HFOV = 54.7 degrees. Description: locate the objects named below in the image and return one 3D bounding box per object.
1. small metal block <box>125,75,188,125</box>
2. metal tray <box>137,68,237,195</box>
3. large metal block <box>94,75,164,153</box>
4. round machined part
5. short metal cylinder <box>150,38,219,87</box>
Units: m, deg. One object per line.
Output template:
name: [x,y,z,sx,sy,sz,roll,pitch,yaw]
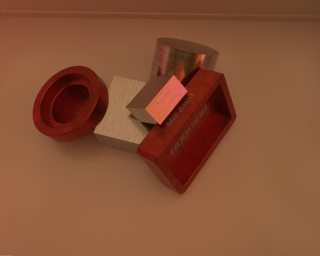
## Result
small metal block: [-0.005,-0.032,0.352,0.025,0.050,0.050,47,73,-25]
metal tray: [0.038,0.005,0.371,0.030,0.090,0.130,25,69,37]
large metal block: [-0.029,-0.013,0.399,0.080,0.050,0.080,14,71,4]
round machined part: [-0.108,-0.027,0.395,0.098,0.042,0.098,-10,63,20]
short metal cylinder: [0.031,-0.082,0.402,0.080,0.080,0.050,15,115,5]
